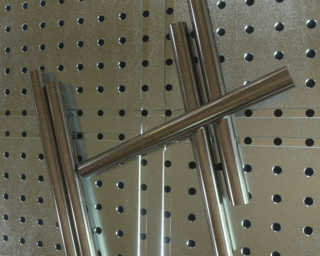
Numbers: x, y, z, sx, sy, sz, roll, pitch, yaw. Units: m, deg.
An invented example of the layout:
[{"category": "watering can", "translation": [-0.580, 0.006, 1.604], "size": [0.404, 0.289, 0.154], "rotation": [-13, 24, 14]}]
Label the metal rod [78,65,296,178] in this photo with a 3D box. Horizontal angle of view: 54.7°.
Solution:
[{"category": "metal rod", "translation": [0.013, 0.004, 0.384], "size": [0.300, 0.025, 0.025], "rotation": [-25, 82, 26]}]

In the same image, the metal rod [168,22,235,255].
[{"category": "metal rod", "translation": [0.051, 0.013, 0.393], "size": [0.025, 0.025, 0.298], "rotation": [-12, 86, 19]}]

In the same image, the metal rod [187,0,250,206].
[{"category": "metal rod", "translation": [0.068, -0.055, 0.387], "size": [0.025, 0.025, 0.298], "rotation": [-13, 86, 19]}]

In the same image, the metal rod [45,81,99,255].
[{"category": "metal rod", "translation": [-0.127, 0.078, 0.455], "size": [0.025, 0.025, 0.298], "rotation": [-15, 85, 19]}]

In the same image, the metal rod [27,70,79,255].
[{"category": "metal rod", "translation": [-0.157, 0.059, 0.466], "size": [0.025, 0.025, 0.298], "rotation": [-15, 85, 19]}]
